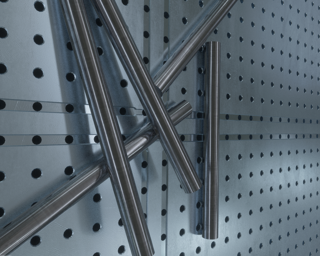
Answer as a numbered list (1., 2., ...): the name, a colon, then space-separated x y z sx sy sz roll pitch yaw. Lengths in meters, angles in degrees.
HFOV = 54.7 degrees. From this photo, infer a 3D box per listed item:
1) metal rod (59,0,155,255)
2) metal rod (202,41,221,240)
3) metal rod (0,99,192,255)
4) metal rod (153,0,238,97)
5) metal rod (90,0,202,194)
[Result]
1. metal rod: -0.058 -0.002 0.336 0.025 0.025 0.298 -18 94 -39
2. metal rod: 0.079 0.018 0.478 0.025 0.025 0.298 1 89 -40
3. metal rod: -0.064 0.046 0.357 0.302 0.025 0.025 -37 113 -34
4. metal rod: 0.073 -0.156 0.472 0.025 0.025 0.301 52 59 -28
5. metal rod: -0.021 -0.054 0.369 0.025 0.025 0.299 -34 104 -35
